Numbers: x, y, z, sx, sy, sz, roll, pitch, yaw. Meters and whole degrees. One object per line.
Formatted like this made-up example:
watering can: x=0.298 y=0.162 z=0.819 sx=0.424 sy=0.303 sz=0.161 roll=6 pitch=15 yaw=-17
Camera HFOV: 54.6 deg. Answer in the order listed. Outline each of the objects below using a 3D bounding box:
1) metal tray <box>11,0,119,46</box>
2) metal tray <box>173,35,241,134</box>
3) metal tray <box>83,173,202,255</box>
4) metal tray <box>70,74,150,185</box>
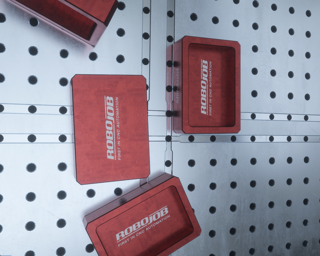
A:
metal tray: x=-0.117 y=-0.144 z=0.334 sx=0.131 sy=0.090 sz=0.030 roll=27 pitch=81 yaw=-18
metal tray: x=0.066 y=-0.057 z=0.433 sx=0.091 sy=0.030 sz=0.129 roll=0 pitch=90 yaw=-20
metal tray: x=-0.021 y=0.127 z=0.402 sx=0.131 sy=0.030 sz=0.090 roll=-26 pitch=99 yaw=-18
metal tray: x=-0.062 y=0.000 z=0.387 sx=0.091 sy=0.030 sz=0.129 roll=-3 pitch=91 yaw=-20
